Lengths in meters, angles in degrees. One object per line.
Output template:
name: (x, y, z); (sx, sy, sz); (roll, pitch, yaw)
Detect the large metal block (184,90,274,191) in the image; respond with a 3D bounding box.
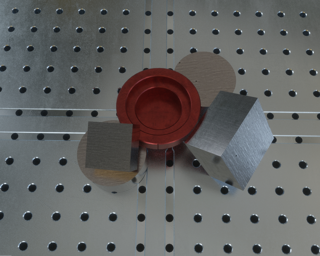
large metal block: (0.086, 0.015, 0.371); (0.050, 0.080, 0.080); (20, 67, 43)

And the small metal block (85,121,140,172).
small metal block: (-0.051, 0.019, 0.338); (0.050, 0.025, 0.050); (4, 89, 14)

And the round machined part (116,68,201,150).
round machined part: (-0.002, -0.020, 0.379); (0.099, 0.042, 0.098); (0, 70, 0)

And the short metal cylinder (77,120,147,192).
short metal cylinder: (-0.056, 0.036, 0.384); (0.081, 0.050, 0.080); (0, 70, 0)

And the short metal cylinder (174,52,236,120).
short metal cylinder: (0.057, -0.055, 0.419); (0.081, 0.050, 0.080); (0, 70, 0)
